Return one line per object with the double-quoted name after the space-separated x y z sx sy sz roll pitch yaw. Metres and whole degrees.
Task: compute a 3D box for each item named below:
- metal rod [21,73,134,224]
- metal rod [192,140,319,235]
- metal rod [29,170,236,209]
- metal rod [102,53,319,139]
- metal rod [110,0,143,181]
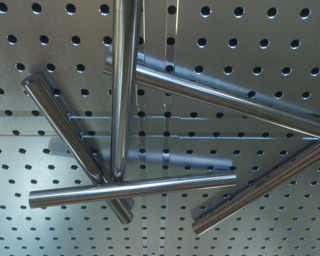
-0.104 0.051 0.453 0.025 0.025 0.299 -14 129 11 "metal rod"
0.162 0.096 0.496 0.025 0.025 0.299 31 123 -24 "metal rod"
-0.036 0.090 0.463 0.302 0.025 0.025 -5 131 -6 "metal rod"
0.080 -0.034 0.383 0.302 0.025 0.025 15 128 -13 "metal rod"
-0.044 -0.026 0.361 0.025 0.025 0.298 5 139 -5 "metal rod"
